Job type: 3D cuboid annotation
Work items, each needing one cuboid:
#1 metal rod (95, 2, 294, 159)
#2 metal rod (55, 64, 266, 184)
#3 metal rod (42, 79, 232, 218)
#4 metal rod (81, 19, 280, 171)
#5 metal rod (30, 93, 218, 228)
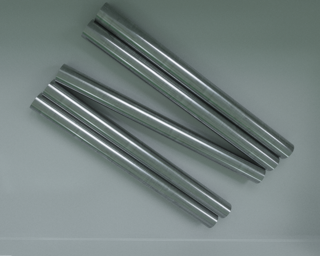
[{"bbox_3d":[0.052,-0.052,0.391,0.301,0.025,0.025,35,106,-12],"label":"metal rod"},{"bbox_3d":[0.008,-0.001,0.410,0.301,0.025,0.025,27,108,-10],"label":"metal rod"},{"bbox_3d":[-0.022,0.035,0.423,0.301,0.025,0.025,36,106,-13],"label":"metal rod"},{"bbox_3d":[0.035,-0.034,0.397,0.301,0.025,0.025,35,106,-12],"label":"metal rod"},{"bbox_3d":[-0.040,0.051,0.428,0.301,0.025,0.025,36,106,-13],"label":"metal rod"}]
